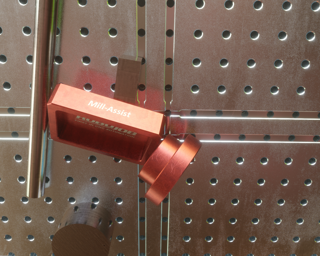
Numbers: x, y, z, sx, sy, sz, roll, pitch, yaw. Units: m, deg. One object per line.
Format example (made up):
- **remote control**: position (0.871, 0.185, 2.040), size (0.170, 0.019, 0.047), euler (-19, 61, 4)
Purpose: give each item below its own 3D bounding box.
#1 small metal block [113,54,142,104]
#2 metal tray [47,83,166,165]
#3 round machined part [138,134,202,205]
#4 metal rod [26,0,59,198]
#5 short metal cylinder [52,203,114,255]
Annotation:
- **small metal block**: position (-0.038, -0.060, 0.376), size (0.025, 0.050, 0.050), euler (9, 107, -4)
- **metal tray**: position (-0.067, 0.000, 0.383), size (0.131, 0.030, 0.090), euler (17, 148, -7)
- **round machined part**: position (0.009, 0.046, 0.395), size (0.042, 0.098, 0.098), euler (36, 107, 6)
- **metal rod**: position (-0.151, -0.043, 0.395), size (0.025, 0.025, 0.298), euler (10, 110, -4)
- **short metal cylinder**: position (-0.111, 0.158, 0.457), size (0.081, 0.050, 0.079), euler (0, 110, 0)
